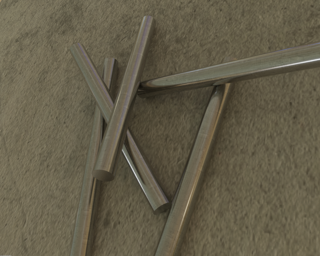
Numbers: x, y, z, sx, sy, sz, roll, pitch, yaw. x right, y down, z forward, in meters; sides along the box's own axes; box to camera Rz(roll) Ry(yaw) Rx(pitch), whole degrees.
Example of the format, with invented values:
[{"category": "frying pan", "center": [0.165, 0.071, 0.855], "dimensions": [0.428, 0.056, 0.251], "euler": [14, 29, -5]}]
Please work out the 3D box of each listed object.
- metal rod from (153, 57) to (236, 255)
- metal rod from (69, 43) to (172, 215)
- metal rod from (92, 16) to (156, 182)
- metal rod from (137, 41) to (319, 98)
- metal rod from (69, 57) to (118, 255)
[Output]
[{"category": "metal rod", "center": [0.041, 0.045, 0.354], "dimensions": [0.025, 0.025, 0.300], "euler": [9, 66, 31]}, {"category": "metal rod", "center": [-0.065, -0.018, 0.423], "dimensions": [0.025, 0.025, 0.299], "euler": [-35, 59, 5]}, {"category": "metal rod", "center": [-0.040, -0.063, 0.429], "dimensions": [0.025, 0.025, 0.300], "euler": [-9, 47, 23]}, {"category": "metal rod", "center": [0.088, -0.066, 0.355], "dimensions": [0.300, 0.025, 0.025], "euler": [-5, 59, 40]}, {"category": "metal rod", "center": [-0.087, 0.021, 0.434], "dimensions": [0.025, 0.025, 0.299], "euler": [-11, 57, 22]}]
